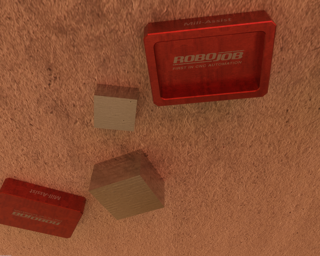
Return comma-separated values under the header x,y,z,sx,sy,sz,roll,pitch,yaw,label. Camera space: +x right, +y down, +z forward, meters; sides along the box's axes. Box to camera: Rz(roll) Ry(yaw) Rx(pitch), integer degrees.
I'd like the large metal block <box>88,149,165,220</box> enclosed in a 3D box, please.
x,y,z,sx,sy,sz,roll,pitch,yaw,label
-0.047,0.086,0.464,0.080,0.050,0.080,-19,128,15,large metal block

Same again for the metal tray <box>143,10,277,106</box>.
x,y,z,sx,sy,sz,roll,pitch,yaw,label
0.053,-0.073,0.341,0.131,0.030,0.089,-5,130,4,metal tray

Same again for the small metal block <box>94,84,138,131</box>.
x,y,z,sx,sy,sz,roll,pitch,yaw,label
-0.055,-0.025,0.385,0.050,0.025,0.050,6,130,-5,small metal block

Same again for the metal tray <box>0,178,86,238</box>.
x,y,z,sx,sy,sz,roll,pitch,yaw,label
-0.201,0.137,0.519,0.131,0.030,0.089,19,128,-16,metal tray
